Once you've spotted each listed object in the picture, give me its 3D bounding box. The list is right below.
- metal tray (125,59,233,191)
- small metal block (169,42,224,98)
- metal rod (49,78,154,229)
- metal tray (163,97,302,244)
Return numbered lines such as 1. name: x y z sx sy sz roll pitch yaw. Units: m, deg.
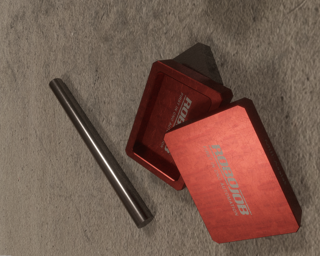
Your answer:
1. metal tray: 0.017 -0.003 0.362 0.090 0.030 0.129 32 119 23
2. small metal block: 0.041 -0.065 0.370 0.050 0.025 0.050 -26 74 36
3. metal rod: -0.103 0.024 0.486 0.300 0.025 0.025 51 120 27
4. metal tray: 0.071 0.046 0.309 0.090 0.030 0.129 -23 96 31
